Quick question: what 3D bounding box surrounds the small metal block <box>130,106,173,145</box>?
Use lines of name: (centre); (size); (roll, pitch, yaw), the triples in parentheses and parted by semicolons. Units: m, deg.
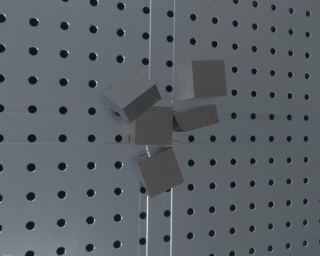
small metal block: (-0.011, -0.003, 0.408); (0.050, 0.025, 0.050); (2, 89, -20)

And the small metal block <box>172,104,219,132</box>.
small metal block: (0.043, -0.013, 0.415); (0.050, 0.050, 0.025); (-14, 95, -20)

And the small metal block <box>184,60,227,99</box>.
small metal block: (0.064, -0.068, 0.436); (0.050, 0.025, 0.050); (-6, 92, -20)

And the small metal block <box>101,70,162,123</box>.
small metal block: (-0.036, -0.040, 0.383); (0.050, 0.050, 0.025); (-40, 138, -16)

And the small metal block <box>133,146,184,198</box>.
small metal block: (-0.002, 0.057, 0.412); (0.050, 0.025, 0.050); (-22, 98, -19)
